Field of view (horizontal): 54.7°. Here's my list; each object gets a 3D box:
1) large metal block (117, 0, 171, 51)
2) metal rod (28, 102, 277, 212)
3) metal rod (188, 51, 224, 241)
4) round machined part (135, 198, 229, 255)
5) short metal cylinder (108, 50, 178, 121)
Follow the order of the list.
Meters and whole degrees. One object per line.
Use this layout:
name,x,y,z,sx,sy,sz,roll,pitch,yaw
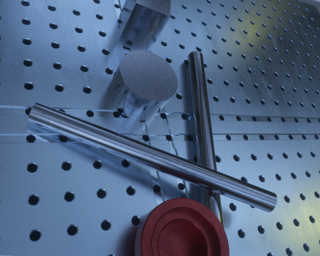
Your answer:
large metal block,-0.024,-0.174,0.467,0.050,0.080,0.080,15,56,-20
metal rod,-0.001,0.038,0.364,0.302,0.025,0.025,21,53,-8
metal rod,0.062,0.010,0.437,0.025,0.025,0.299,13,56,-22
round machined part,0.020,0.128,0.329,0.099,0.042,0.098,11,58,-18
short metal cylinder,-0.023,-0.057,0.415,0.081,0.050,0.080,14,56,-21
